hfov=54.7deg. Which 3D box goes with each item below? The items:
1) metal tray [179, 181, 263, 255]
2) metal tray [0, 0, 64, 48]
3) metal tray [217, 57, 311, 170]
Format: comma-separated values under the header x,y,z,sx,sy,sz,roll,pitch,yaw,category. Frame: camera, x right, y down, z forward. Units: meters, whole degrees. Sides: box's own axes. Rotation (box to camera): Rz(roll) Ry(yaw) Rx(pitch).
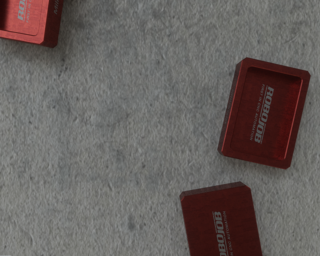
x,y,z,sx,sy,sz,roll,pitch,yaw,category
0.082,0.143,0.409,0.091,0.030,0.129,-10,90,-1,metal tray
-0.168,-0.173,0.387,0.090,0.030,0.129,13,98,11,metal tray
0.135,-0.019,0.409,0.091,0.030,0.129,13,90,-1,metal tray
